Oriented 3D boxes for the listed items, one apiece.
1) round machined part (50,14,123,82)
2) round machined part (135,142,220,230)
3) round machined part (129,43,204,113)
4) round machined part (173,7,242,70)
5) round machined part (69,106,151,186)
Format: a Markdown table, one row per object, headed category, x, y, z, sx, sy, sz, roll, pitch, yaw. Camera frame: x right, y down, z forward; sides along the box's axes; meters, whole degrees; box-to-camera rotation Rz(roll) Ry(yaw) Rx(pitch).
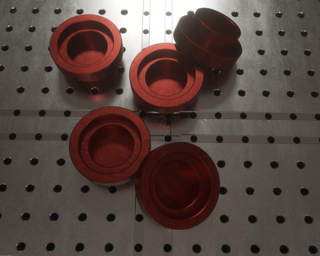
| category | x | y | z | sx | sy | sz | roll | pitch | yaw |
| --- | --- | --- | --- | --- | --- | --- | --- | --- | --- |
| round machined part | -0.101 | -0.109 | 0.441 | 0.099 | 0.042 | 0.098 | 0 | 70 | -1 |
| round machined part | 0.018 | 0.067 | 0.367 | 0.099 | 0.042 | 0.097 | 3 | 80 | -20 |
| round machined part | 0.009 | -0.065 | 0.426 | 0.099 | 0.042 | 0.098 | 0 | 70 | -1 |
| round machined part | 0.071 | -0.129 | 0.427 | 0.099 | 0.042 | 0.098 | 15 | 45 | -15 |
| round machined part | -0.060 | 0.025 | 0.393 | 0.099 | 0.042 | 0.098 | 0 | 70 | 0 |
